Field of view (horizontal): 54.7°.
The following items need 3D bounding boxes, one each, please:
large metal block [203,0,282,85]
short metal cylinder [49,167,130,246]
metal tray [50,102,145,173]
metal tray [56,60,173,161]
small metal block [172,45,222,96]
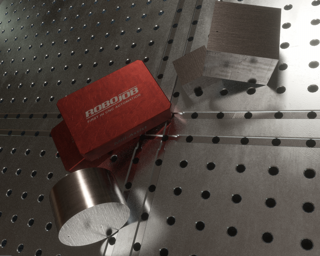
[{"bbox_3d":[0.101,-0.106,0.386,0.080,0.050,0.080,10,64,7],"label":"large metal block"},{"bbox_3d":[-0.081,0.091,0.358,0.080,0.080,0.050,-36,52,4],"label":"short metal cylinder"},{"bbox_3d":[-0.090,-0.002,0.451,0.130,0.030,0.090,-39,51,1],"label":"metal tray"},{"bbox_3d":[-0.060,-0.026,0.417,0.131,0.030,0.090,-29,67,-7],"label":"metal tray"},{"bbox_3d":[0.050,-0.080,0.430,0.050,0.025,0.050,-25,53,12],"label":"small metal block"}]
